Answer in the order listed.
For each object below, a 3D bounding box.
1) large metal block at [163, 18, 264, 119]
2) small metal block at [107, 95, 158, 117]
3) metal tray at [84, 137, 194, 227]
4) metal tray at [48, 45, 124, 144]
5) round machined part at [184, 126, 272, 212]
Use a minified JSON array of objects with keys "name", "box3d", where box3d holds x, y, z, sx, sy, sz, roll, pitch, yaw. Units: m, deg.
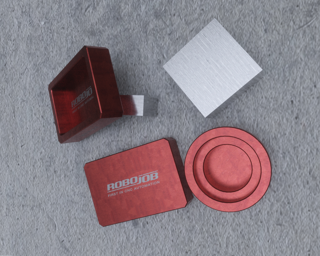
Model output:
[{"name":"large metal block","box3d":[0.065,-0.068,0.373,0.080,0.050,0.080,-41,77,15]},{"name":"small metal block","box3d":[-0.035,-0.029,0.408,0.050,0.050,0.025,3,91,20]},{"name":"metal tray","box3d":[-0.031,0.073,0.417,0.130,0.030,0.090,-19,84,19]},{"name":"metal tray","box3d":[-0.103,-0.038,0.407,0.130,0.030,0.090,-24,76,48]},{"name":"round machined part","box3d":[0.082,0.047,0.371,0.098,0.042,0.097,0,90,20]}]
